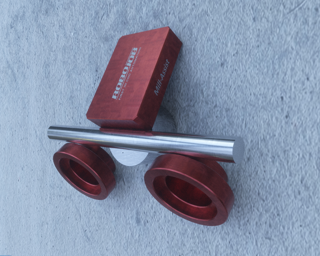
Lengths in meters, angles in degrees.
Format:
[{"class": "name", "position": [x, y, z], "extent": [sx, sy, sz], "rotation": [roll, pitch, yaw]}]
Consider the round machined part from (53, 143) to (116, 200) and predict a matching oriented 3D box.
[{"class": "round machined part", "position": [-0.105, 0.058, 0.459], "extent": [0.098, 0.042, 0.097], "rotation": [22, 140, 20]}]

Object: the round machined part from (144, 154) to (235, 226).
[{"class": "round machined part", "position": [0.035, 0.061, 0.342], "extent": [0.098, 0.042, 0.097], "rotation": [22, 144, 18]}]

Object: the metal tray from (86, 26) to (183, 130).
[{"class": "metal tray", "position": [-0.033, -0.062, 0.393], "extent": [0.090, 0.030, 0.130], "rotation": [3, 66, 39]}]

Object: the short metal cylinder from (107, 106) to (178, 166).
[{"class": "short metal cylinder", "position": [-0.024, 0.008, 0.408], "extent": [0.080, 0.050, 0.079], "rotation": [0, 90, 39]}]

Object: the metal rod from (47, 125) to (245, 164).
[{"class": "metal rod", "position": [-0.044, 0.014, 0.377], "extent": [0.300, 0.025, 0.025], "rotation": [3, 92, 39]}]
